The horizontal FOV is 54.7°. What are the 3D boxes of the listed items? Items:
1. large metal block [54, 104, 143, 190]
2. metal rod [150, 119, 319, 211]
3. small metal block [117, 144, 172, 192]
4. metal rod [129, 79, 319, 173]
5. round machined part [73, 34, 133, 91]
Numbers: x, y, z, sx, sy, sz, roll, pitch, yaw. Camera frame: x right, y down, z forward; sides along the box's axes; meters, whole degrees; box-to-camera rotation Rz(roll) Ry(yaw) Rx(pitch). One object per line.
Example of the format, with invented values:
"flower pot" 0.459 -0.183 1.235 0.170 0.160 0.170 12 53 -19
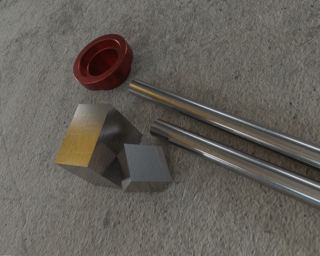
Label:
"large metal block" -0.073 0.025 0.390 0.050 0.080 0.080 2 63 29
"metal rod" 0.108 0.047 0.317 0.300 0.025 0.025 23 74 36
"small metal block" -0.019 0.047 0.365 0.025 0.050 0.050 -56 38 41
"metal rod" 0.073 -0.009 0.370 0.300 0.025 0.025 25 75 36
"round machined part" -0.086 -0.100 0.497 0.098 0.042 0.098 -13 56 20
